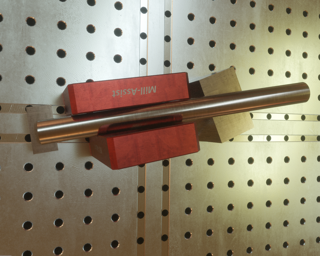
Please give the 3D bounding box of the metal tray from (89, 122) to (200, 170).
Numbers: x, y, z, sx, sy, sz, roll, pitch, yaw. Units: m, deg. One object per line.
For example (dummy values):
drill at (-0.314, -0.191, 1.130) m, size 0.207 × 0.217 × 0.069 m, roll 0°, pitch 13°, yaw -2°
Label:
metal tray at (-0.025, 0.015, 0.348) m, size 0.091 × 0.130 × 0.030 m, roll -10°, pitch 94°, yaw -20°

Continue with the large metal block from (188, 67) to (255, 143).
large metal block at (0.067, -0.028, 0.408) m, size 0.050 × 0.080 × 0.080 m, roll -24°, pitch 98°, yaw -19°

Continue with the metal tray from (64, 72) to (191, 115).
metal tray at (-0.042, -0.039, 0.362) m, size 0.131 × 0.090 × 0.030 m, roll -10°, pitch 95°, yaw -20°

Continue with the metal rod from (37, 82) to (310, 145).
metal rod at (0.025, -0.019, 0.343) m, size 0.302 × 0.025 × 0.025 m, roll -9°, pitch 94°, yaw -11°

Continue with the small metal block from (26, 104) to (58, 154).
small metal block at (-0.133, 0.001, 0.350) m, size 0.025 × 0.050 × 0.050 m, roll -9°, pitch 93°, yaw -20°
